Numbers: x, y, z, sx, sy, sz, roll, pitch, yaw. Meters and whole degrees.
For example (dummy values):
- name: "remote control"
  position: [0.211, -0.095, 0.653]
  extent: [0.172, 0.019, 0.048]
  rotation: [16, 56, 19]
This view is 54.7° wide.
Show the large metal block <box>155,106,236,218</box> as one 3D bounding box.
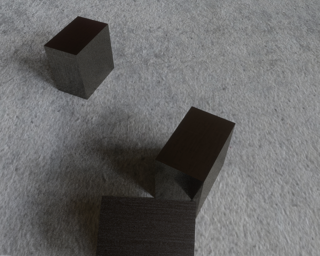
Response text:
- name: "large metal block"
  position: [0.037, 0.038, 0.336]
  extent: [0.050, 0.080, 0.080]
  rotation: [23, 54, 18]

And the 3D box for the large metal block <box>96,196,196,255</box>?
- name: "large metal block"
  position: [-0.011, 0.104, 0.279]
  extent: [0.080, 0.050, 0.080]
  rotation: [3, 78, 2]

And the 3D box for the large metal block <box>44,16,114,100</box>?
- name: "large metal block"
  position: [-0.113, -0.102, 0.452]
  extent: [0.050, 0.080, 0.080]
  rotation: [19, 53, 15]
